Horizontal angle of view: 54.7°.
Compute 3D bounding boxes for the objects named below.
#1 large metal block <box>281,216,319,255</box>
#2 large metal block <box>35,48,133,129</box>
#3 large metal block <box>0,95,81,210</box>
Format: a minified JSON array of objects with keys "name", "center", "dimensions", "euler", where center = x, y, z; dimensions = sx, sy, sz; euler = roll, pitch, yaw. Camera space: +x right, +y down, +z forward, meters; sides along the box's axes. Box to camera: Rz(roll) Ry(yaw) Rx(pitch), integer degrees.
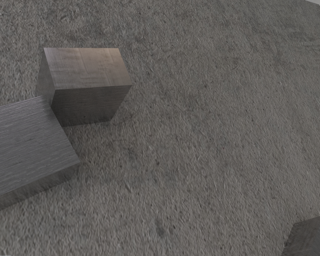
[{"name":"large metal block","center":[0.206,0.173,0.392],"dimensions":[0.080,0.050,0.080],"euler":[45,51,2]},{"name":"large metal block","center":[-0.088,-0.044,0.347],"dimensions":[0.081,0.080,0.050],"euler":[-9,66,-32]},{"name":"large metal block","center":[-0.137,0.024,0.299],"dimensions":[0.081,0.050,0.080],"euler":[-23,74,-36]}]
